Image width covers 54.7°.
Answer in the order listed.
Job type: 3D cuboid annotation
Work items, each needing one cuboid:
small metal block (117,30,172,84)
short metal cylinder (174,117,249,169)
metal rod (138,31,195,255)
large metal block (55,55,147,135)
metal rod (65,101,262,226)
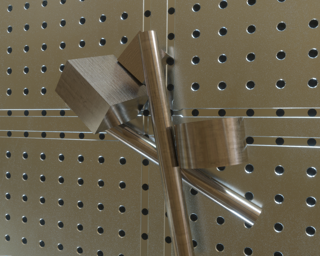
[{"bbox_3d":[-0.021,-0.094,0.420,0.050,0.025,0.050,44,103,14],"label":"small metal block"},{"bbox_3d":[0.059,0.017,0.362,0.080,0.080,0.050,-7,88,20],"label":"short metal cylinder"},{"bbox_3d":[0.009,0.029,0.381,0.025,0.025,0.298,-11,86,19],"label":"metal rod"},{"bbox_3d":[-0.072,-0.047,0.402,0.080,0.081,0.050,46,126,14],"label":"large metal block"},{"bbox_3d":[-0.007,0.033,0.415,0.300,0.025,0.025,31,100,17],"label":"metal rod"}]
